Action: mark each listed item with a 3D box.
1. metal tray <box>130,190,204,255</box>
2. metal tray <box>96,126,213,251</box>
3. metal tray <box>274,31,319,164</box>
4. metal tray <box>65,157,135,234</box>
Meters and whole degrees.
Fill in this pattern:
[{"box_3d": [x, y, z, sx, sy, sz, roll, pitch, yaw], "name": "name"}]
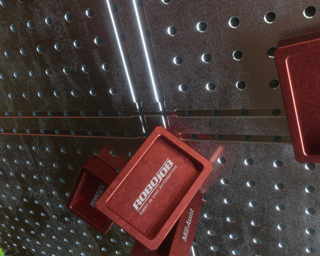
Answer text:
[{"box_3d": [0.007, 0.144, 0.425, 0.030, 0.130, 0.090, 42, 130, -16], "name": "metal tray"}, {"box_3d": [-0.006, 0.073, 0.393, 0.090, 0.130, 0.030, 37, 165, 5], "name": "metal tray"}, {"box_3d": [0.171, -0.029, 0.300, 0.090, 0.030, 0.129, -7, 115, 31], "name": "metal tray"}, {"box_3d": [-0.106, 0.120, 0.535, 0.090, 0.030, 0.129, 35, 129, 5], "name": "metal tray"}]
